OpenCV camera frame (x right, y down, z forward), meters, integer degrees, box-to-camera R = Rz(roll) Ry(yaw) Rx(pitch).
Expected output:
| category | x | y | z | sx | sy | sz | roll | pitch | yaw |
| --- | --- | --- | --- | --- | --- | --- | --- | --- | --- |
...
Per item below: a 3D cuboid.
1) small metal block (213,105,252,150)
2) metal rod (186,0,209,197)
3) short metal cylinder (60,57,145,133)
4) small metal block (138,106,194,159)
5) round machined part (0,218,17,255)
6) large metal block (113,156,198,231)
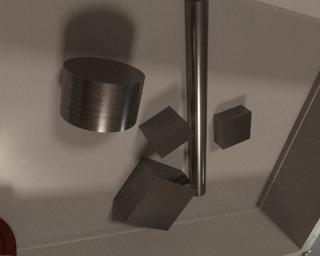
| category | x | y | z | sx | sy | sz | roll | pitch | yaw |
| --- | --- | --- | --- | --- | --- | --- | --- | --- | --- |
| small metal block | 0.110 | -0.001 | 0.470 | 0.050 | 0.025 | 0.050 | -20 | 126 | -17 |
| metal rod | 0.052 | -0.020 | 0.426 | 0.025 | 0.025 | 0.298 | -18 | 126 | -19 |
| short metal cylinder | -0.060 | -0.036 | 0.319 | 0.081 | 0.080 | 0.050 | -2 | 119 | -28 |
| small metal block | 0.007 | 0.004 | 0.401 | 0.050 | 0.050 | 0.025 | -34 | 129 | -6 |
| round machined part | -0.213 | 0.147 | 0.343 | 0.099 | 0.098 | 0.042 | -6 | 146 | -26 |
| large metal block | -0.007 | 0.097 | 0.451 | 0.080 | 0.050 | 0.080 | 25 | 105 | -37 |
